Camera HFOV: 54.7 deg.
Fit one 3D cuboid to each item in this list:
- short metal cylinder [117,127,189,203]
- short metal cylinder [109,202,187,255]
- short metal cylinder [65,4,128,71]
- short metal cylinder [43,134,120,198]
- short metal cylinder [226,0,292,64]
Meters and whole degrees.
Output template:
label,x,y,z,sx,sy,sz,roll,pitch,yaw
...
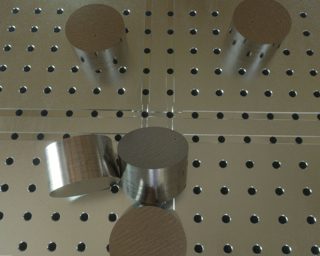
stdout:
label,x,y,z,sx,sy,sz,roll,pitch,yaw
short metal cylinder,-0.008,0.041,0.363,0.081,0.050,0.080,0,33,0
short metal cylinder,-0.012,0.123,0.344,0.081,0.050,0.080,0,84,0
short metal cylinder,-0.089,-0.129,0.445,0.081,0.050,0.080,0,70,0
short metal cylinder,-0.092,0.046,0.365,0.081,0.080,0.050,-14,71,-5
short metal cylinder,0.141,-0.141,0.451,0.081,0.050,0.080,0,70,0
